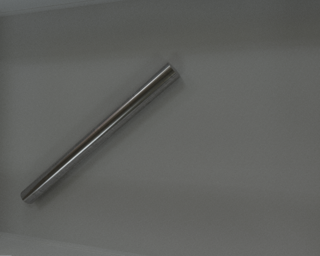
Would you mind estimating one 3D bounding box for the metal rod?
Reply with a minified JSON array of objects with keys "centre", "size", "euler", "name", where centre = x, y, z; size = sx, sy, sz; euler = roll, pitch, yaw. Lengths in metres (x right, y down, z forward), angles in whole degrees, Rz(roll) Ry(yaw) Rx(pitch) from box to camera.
[{"centre":[-0.093,0.016,0.442],"size":[0.300,0.025,0.025],"euler":[-39,78,15],"name":"metal rod"}]
